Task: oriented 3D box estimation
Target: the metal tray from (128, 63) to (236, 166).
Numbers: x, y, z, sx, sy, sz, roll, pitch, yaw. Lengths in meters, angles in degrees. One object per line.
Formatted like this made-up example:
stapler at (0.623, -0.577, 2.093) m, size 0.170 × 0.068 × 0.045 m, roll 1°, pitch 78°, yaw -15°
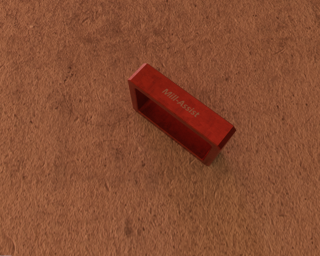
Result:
metal tray at (0.023, -0.013, 0.380) m, size 0.130 × 0.090 × 0.030 m, roll 38°, pitch 74°, yaw 12°
